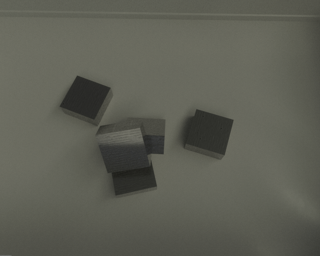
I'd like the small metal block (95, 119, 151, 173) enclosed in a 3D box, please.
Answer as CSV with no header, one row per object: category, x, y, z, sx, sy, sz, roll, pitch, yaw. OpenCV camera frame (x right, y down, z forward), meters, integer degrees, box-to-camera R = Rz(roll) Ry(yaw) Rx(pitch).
small metal block,-0.040,0.021,0.356,0.050,0.025,0.050,-10,114,6

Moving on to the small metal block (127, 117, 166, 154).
small metal block,-0.019,0.009,0.391,0.050,0.050,0.025,3,114,1

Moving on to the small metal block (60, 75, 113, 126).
small metal block,-0.099,-0.037,0.422,0.050,0.025,0.050,21,71,7

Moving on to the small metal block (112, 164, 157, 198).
small metal block,-0.034,0.056,0.389,0.050,0.025,0.050,-12,71,-5

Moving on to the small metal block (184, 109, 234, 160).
small metal block,0.064,0.009,0.407,0.050,0.025,0.050,17,71,5
